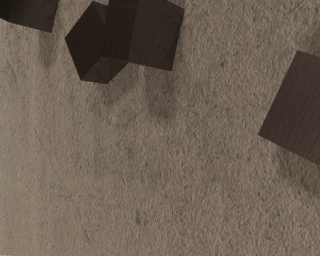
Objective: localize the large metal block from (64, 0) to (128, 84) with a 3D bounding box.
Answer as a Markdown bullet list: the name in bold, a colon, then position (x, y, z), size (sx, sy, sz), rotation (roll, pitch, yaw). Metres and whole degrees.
- **large metal block**: position (-0.088, -0.123, 0.459), size (0.080, 0.050, 0.080), rotation (-37, 67, 33)

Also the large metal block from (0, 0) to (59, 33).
- **large metal block**: position (-0.237, -0.227, 0.561), size (0.050, 0.081, 0.079), rotation (31, 109, 35)

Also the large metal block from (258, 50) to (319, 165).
- **large metal block**: position (0.146, -0.013, 0.267), size (0.080, 0.050, 0.079), rotation (32, 110, 35)

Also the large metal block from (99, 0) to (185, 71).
- **large metal block**: position (-0.021, -0.119, 0.385), size (0.050, 0.081, 0.079), rotation (20, 102, 38)
